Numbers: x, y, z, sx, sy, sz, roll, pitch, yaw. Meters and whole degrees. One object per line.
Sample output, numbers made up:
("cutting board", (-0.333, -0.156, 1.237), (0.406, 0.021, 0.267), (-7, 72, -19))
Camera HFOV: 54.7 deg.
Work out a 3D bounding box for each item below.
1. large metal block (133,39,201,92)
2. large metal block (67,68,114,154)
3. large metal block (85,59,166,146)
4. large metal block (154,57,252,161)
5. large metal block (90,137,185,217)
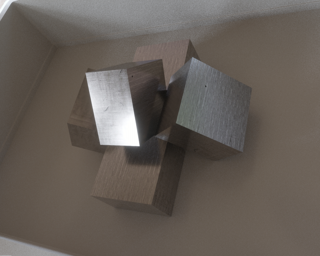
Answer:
("large metal block", (0.006, -0.069, 0.424), (0.080, 0.050, 0.080), (-1, 61, 27))
("large metal block", (-0.083, -0.019, 0.415), (0.050, 0.080, 0.080), (15, 65, -5))
("large metal block", (-0.032, -0.032, 0.354), (0.050, 0.079, 0.080), (0, 18, 27))
("large metal block", (0.049, -0.018, 0.345), (0.050, 0.080, 0.080), (-33, 38, 60))
("large metal block", (-0.024, 0.054, 0.368), (0.080, 0.050, 0.080), (1, 62, 28))
